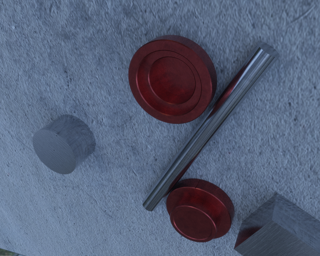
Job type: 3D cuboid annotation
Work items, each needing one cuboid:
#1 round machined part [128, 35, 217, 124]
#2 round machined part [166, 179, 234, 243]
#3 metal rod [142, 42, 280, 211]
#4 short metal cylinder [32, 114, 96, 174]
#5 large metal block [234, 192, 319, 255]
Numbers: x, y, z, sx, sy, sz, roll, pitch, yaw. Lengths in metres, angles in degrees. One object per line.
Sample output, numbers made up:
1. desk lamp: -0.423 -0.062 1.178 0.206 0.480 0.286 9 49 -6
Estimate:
1. round machined part: 0.017 -0.057 0.352 0.098 0.042 0.097 13 124 21
2. round machined part: 0.053 0.124 0.445 0.098 0.042 0.097 13 124 21
3. metal rod: 0.045 0.022 0.396 0.025 0.025 0.298 35 129 4
4. short metal cylinder: -0.149 0.025 0.485 0.080 0.050 0.079 13 124 21
5. large metal block: 0.156 0.143 0.397 0.080 0.050 0.079 35 129 5
